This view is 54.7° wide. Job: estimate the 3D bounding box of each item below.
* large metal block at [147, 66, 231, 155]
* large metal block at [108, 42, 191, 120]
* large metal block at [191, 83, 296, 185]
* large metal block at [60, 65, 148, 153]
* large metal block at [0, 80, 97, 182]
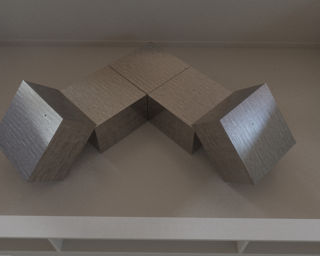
[{"bbox_3d":[0.041,-0.025,0.408,0.080,0.050,0.080,-36,59,-27],"label":"large metal block"},{"bbox_3d":[-0.015,-0.070,0.445,0.080,0.050,0.080,-36,59,-27],"label":"large metal block"},{"bbox_3d":[0.096,0.007,0.354,0.080,0.050,0.080,-36,102,-26],"label":"large metal block"},{"bbox_3d":[-0.073,-0.027,0.409,0.080,0.050,0.080,-36,59,-27],"label":"large metal block"},{"bbox_3d":[-0.133,0.004,0.354,0.080,0.050,0.080,39,102,27],"label":"large metal block"}]
